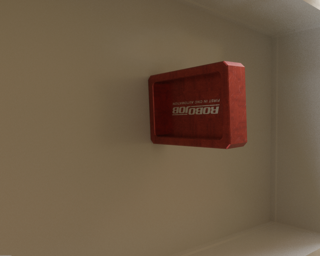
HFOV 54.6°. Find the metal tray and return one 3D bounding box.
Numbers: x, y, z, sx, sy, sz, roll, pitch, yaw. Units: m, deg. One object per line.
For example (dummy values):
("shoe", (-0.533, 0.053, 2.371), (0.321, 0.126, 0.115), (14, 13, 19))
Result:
("metal tray", (0.039, -0.024, 0.370), (0.030, 0.130, 0.090), (-4, 93, -40))
